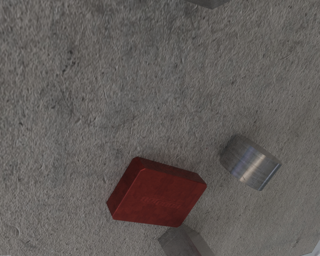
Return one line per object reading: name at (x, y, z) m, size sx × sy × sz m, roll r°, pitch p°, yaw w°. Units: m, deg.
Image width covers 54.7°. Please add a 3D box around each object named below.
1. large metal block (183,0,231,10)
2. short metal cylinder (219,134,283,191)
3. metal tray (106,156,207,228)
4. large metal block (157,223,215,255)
large metal block at (0.040, -0.167, 0.290) m, size 0.050 × 0.080 × 0.080 m, roll -30°, pitch 129°, yaw -9°
short metal cylinder at (0.140, 0.052, 0.480) m, size 0.080 × 0.080 × 0.050 m, roll 23°, pitch 106°, yaw -37°
metal tray at (-0.002, 0.100, 0.465) m, size 0.131 × 0.030 × 0.090 m, roll 21°, pitch 107°, yaw -36°
large metal block at (0.053, 0.218, 0.535) m, size 0.050 × 0.080 × 0.080 m, roll -45°, pitch 129°, yaw 3°
